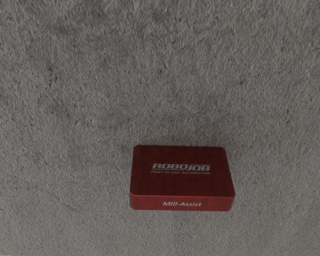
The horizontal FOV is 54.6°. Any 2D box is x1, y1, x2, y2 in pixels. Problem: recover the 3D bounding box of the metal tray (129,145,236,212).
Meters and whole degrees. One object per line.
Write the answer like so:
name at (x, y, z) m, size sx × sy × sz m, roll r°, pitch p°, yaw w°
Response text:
metal tray at (0.027, 0.066, 0.420) m, size 0.131 × 0.090 × 0.030 m, roll 2°, pitch 130°, yaw -2°
